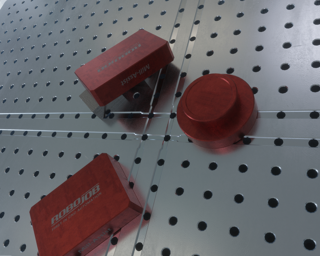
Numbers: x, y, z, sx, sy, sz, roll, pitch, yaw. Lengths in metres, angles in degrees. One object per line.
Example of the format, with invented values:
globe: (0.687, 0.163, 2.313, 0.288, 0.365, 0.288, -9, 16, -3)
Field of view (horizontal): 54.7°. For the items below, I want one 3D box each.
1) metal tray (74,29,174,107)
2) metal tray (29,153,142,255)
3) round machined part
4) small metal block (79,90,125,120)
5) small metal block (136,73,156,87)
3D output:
metal tray: (-0.055, -0.094, 0.466, 0.130, 0.030, 0.090, -35, 40, -10)
metal tray: (-0.097, 0.104, 0.393, 0.130, 0.030, 0.090, -37, 51, 3)
round machined part: (0.065, -0.028, 0.380, 0.098, 0.042, 0.098, -13, 56, 21)
small metal block: (-0.091, -0.049, 0.486, 0.050, 0.025, 0.050, -44, 51, -3)
small metal block: (-0.032, -0.093, 0.482, 0.050, 0.025, 0.050, 10, 67, 32)
